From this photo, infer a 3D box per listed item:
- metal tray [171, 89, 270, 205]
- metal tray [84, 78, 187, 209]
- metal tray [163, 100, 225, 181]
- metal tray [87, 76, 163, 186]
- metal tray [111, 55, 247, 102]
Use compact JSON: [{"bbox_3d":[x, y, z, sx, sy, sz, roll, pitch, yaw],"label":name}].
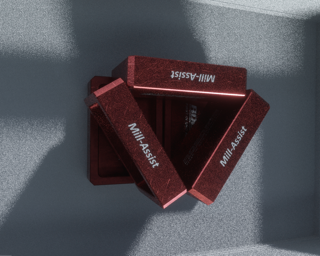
[{"bbox_3d":[0.061,0.018,0.364,0.030,0.090,0.130,37,79,-16],"label":"metal tray"},{"bbox_3d":[-0.030,0.016,0.331,0.030,0.090,0.130,-33,101,-16],"label":"metal tray"},{"bbox_3d":[0.043,0.005,0.422,0.091,0.030,0.129,1,89,-20],"label":"metal tray"},{"bbox_3d":[-0.044,0.003,0.391,0.091,0.030,0.129,0,89,-20],"label":"metal tray"},{"bbox_3d":[0.018,-0.051,0.348,0.131,0.090,0.030,2,90,-20],"label":"metal tray"}]
